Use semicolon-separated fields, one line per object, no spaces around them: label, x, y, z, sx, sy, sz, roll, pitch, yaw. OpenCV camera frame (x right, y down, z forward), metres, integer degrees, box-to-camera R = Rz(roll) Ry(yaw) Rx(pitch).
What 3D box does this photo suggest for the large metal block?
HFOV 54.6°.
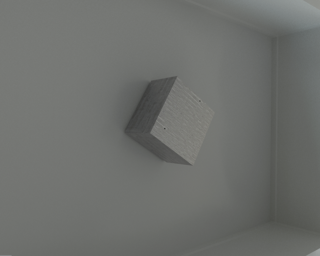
large metal block;0.015;-0.008;0.397;0.080;0.050;0.080;39;66;-34
